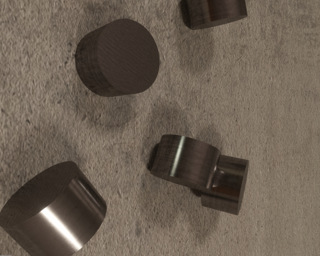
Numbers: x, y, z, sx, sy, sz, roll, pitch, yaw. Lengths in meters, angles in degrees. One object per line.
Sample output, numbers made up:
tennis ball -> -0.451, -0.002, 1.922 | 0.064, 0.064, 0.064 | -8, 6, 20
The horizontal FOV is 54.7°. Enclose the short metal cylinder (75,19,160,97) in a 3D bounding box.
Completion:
short metal cylinder -> -0.047, -0.077, 0.350 | 0.081, 0.050, 0.079 | 0, 90, -40

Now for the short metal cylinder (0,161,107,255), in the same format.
short metal cylinder -> -0.098, 0.076, 0.288 | 0.080, 0.080, 0.050 | -45, 118, -31

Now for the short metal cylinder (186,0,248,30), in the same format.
short metal cylinder -> 0.079, -0.174, 0.437 | 0.081, 0.080, 0.050 | -21, 104, -38

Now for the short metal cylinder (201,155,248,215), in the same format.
short metal cylinder -> 0.096, 0.080, 0.450 | 0.080, 0.050, 0.080 | 10, 91, -69

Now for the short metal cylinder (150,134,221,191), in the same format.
short metal cylinder -> 0.033, 0.046, 0.399 | 0.080, 0.080, 0.050 | 28, 72, -37
